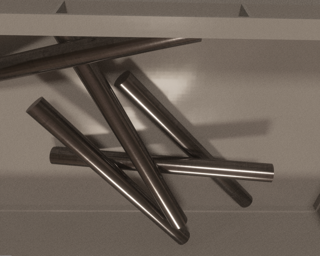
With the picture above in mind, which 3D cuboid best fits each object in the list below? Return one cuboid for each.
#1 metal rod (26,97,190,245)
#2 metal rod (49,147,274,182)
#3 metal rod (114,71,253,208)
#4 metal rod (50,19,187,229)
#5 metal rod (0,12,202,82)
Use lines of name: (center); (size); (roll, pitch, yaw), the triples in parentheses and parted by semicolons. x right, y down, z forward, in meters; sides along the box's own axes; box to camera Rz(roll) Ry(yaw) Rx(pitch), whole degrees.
metal rod: (-0.053, 0.072, 0.419); (0.025, 0.025, 0.300); (-30, 119, 22)
metal rod: (-0.002, 0.049, 0.426); (0.302, 0.025, 0.025); (4, 131, 6)
metal rod: (0.049, 0.032, 0.436); (0.025, 0.025, 0.300); (-31, 124, 23)
metal rod: (-0.037, 0.014, 0.379); (0.025, 0.025, 0.299); (-21, 115, 16)
metal rod: (-0.109, -0.070, 0.312); (0.301, 0.025, 0.025); (-6, 131, 19)
